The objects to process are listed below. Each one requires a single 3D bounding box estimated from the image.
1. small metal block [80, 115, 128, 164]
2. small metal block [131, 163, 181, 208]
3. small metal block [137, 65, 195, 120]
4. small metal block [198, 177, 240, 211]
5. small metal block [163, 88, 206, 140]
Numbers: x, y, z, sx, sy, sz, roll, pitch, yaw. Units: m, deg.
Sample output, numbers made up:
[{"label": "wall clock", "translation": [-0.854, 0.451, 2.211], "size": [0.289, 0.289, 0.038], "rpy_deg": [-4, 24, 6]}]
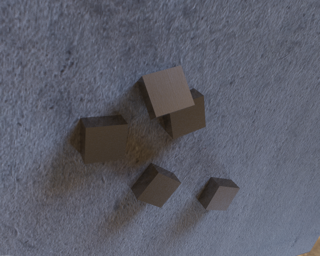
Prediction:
[{"label": "small metal block", "translation": [-0.069, 0.013, 0.378], "size": [0.050, 0.025, 0.050], "rpy_deg": [-6, 121, -26]}, {"label": "small metal block", "translation": [-0.006, 0.086, 0.459], "size": [0.050, 0.025, 0.050], "rpy_deg": [31, 101, -38]}, {"label": "small metal block", "translation": [0.007, -0.042, 0.370], "size": [0.050, 0.025, 0.050], "rpy_deg": [-19, 89, -18]}, {"label": "small metal block", "translation": [0.102, 0.115, 0.536], "size": [0.050, 0.025, 0.050], "rpy_deg": [13, 112, -34]}, {"label": "small metal block", "translation": [0.032, -0.019, 0.414], "size": [0.050, 0.025, 0.050], "rpy_deg": [-21, 127, -16]}]
